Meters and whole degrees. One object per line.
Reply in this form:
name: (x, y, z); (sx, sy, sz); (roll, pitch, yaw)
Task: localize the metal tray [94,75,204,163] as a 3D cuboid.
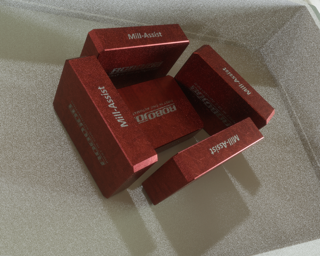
metal tray: (-0.016, -0.013, 0.400); (0.131, 0.030, 0.090); (-22, 74, -36)

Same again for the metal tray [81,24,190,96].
metal tray: (-0.036, -0.087, 0.396); (0.131, 0.090, 0.030); (-17, 71, -35)

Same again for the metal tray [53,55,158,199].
metal tray: (-0.064, 0.001, 0.327); (0.030, 0.090, 0.130); (-23, 75, -37)

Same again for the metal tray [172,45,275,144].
metal tray: (0.080, -0.039, 0.431); (0.130, 0.090, 0.030); (45, 52, 3)

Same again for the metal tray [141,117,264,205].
metal tray: (0.051, 0.038, 0.367); (0.131, 0.090, 0.030); (-23, 74, -36)
